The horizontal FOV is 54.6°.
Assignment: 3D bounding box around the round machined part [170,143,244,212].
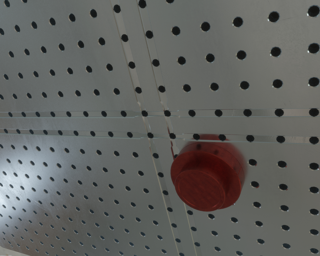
[{"bbox_3d":[0.059,0.072,0.414,0.098,0.042,0.097,13,124,21],"label":"round machined part"}]
